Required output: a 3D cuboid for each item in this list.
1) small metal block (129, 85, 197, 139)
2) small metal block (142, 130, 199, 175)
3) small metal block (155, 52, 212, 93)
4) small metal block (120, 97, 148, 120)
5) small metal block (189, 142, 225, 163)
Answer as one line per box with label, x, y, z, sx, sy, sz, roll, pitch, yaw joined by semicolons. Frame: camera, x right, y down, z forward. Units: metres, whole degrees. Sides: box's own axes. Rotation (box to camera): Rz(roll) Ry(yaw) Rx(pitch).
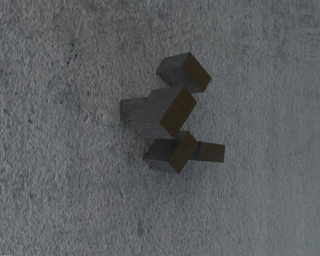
small metal block;0.003;-0.016;0.325;0.025;0.050;0.050;49;61;-29
small metal block;0.013;0.030;0.399;0.025;0.050;0.050;51;60;-28
small metal block;0.031;-0.071;0.414;0.050;0.050;0.025;42;65;-32
small metal block;-0.013;-0.022;0.377;0.050;0.050;0.025;-1;91;-40
small metal block;0.055;0.033;0.434;0.050;0.050;0.025;9;84;-40
